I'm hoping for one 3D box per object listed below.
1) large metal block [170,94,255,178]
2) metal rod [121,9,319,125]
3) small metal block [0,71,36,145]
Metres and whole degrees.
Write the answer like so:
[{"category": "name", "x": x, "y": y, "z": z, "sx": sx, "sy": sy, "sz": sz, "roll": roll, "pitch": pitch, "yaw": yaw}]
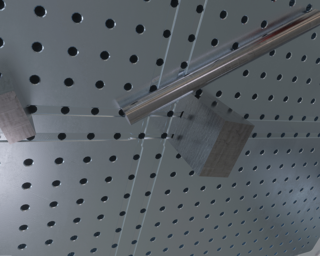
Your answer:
[{"category": "large metal block", "x": 0.067, "y": 0.010, "z": 0.418, "sx": 0.050, "sy": 0.080, "sz": 0.079, "roll": 8, "pitch": 114, "yaw": -32}, {"category": "metal rod", "x": 0.089, "y": -0.084, "z": 0.407, "sx": 0.302, "sy": 0.025, "sz": 0.025, "roll": -28, "pitch": 128, "yaw": -11}, {"category": "small metal block", "x": -0.146, "y": -0.021, "z": 0.302, "sx": 0.025, "sy": 0.050, "sz": 0.050, "roll": -22, "pitch": 127, "yaw": -15}]
